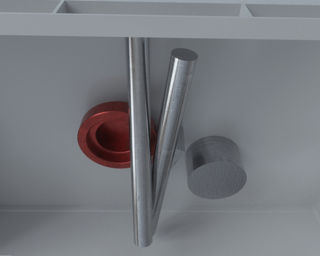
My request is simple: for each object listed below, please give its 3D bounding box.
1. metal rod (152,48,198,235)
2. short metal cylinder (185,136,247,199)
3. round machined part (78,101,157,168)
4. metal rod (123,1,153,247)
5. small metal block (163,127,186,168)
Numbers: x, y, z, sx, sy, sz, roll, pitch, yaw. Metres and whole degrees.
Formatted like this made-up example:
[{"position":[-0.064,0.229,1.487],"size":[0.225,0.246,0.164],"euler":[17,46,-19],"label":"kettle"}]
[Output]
[{"position":[0.002,0.044,0.381],"size":[0.025,0.025,0.298],"euler":[6,130,-6],"label":"metal rod"},{"position":[0.078,0.057,0.443],"size":[0.081,0.050,0.079],"euler":[0,130,0],"label":"short metal cylinder"},{"position":[-0.053,0.004,0.401],"size":[0.099,0.042,0.097],"euler":[-1,130,0],"label":"round machined part"},{"position":[-0.023,0.014,0.357],"size":[0.025,0.025,0.298],"euler":[0,113,0],"label":"metal rod"},{"position":[0.009,0.026,0.416],"size":[0.025,0.050,0.050],"euler":[23,126,-19],"label":"small metal block"}]
